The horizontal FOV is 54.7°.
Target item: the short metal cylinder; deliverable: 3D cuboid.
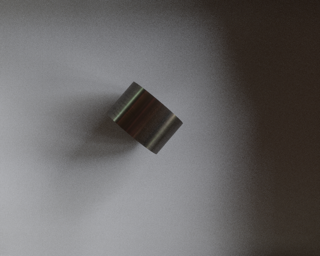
[{"bbox_3d":[-0.018,-0.012,0.384,0.080,0.080,0.050,40,90,-1],"label":"short metal cylinder"}]
